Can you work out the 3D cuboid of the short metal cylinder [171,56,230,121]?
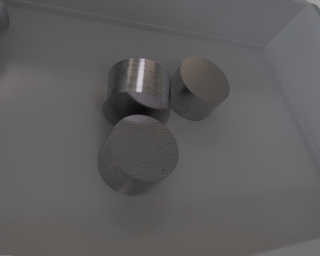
[{"bbox_3d":[0.054,-0.057,0.453,0.081,0.050,0.080,14,56,-21],"label":"short metal cylinder"}]

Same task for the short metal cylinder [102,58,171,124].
[{"bbox_3d":[-0.027,-0.039,0.379,0.081,0.080,0.050,16,56,-19],"label":"short metal cylinder"}]

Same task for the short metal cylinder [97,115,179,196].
[{"bbox_3d":[-0.026,0.032,0.356,0.081,0.050,0.080,14,56,-21],"label":"short metal cylinder"}]

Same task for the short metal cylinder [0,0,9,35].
[{"bbox_3d":[-0.214,-0.123,0.331,0.080,0.080,0.050,32,52,-7],"label":"short metal cylinder"}]
